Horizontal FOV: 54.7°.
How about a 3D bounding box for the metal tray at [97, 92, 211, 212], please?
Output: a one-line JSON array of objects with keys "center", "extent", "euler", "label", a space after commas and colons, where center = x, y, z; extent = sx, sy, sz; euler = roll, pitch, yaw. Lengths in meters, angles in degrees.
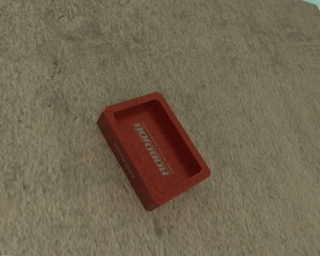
[{"center": [-0.007, 0.024, 0.383], "extent": [0.091, 0.030, 0.130], "euler": [-22, 74, -36], "label": "metal tray"}]
